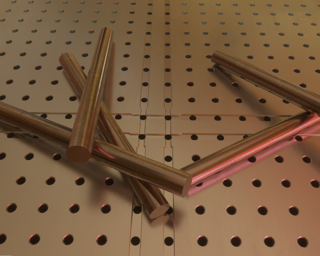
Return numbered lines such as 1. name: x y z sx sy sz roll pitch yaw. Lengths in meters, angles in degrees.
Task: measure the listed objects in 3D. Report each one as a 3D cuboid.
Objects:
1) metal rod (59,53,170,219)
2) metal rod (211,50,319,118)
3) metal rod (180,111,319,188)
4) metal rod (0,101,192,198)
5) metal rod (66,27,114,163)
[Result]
1. metal rod: -0.075 -0.010 0.415 0.025 0.025 0.300 -24 54 -19
2. metal rod: 0.186 -0.043 0.416 0.025 0.025 0.300 -32 48 -24
3. metal rod: 0.161 0.004 0.406 0.302 0.025 0.025 -23 54 -18
4. metal rod: -0.104 0.015 0.372 0.301 0.025 0.025 19 52 22
5. metal rod: -0.089 -0.069 0.431 0.025 0.025 0.300 -1 40 -1
